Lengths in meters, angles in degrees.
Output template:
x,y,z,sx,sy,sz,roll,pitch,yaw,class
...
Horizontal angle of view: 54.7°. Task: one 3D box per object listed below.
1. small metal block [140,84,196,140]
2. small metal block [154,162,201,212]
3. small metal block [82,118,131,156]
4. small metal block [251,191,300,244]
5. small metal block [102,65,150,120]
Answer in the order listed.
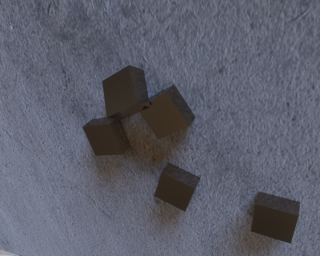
x,y,z,sx,sy,sz,roll,pitch,yaw,class
0.008,-0.020,0.390,0.050,0.025,0.050,-25,105,36,small metal block
0.024,0.085,0.445,0.050,0.025,0.050,25,127,12,small metal block
-0.078,0.012,0.453,0.050,0.025,0.050,-6,116,30,small metal block
0.148,0.115,0.400,0.050,0.025,0.050,12,124,21,small metal block
-0.043,-0.043,0.386,0.050,0.025,0.050,-22,71,35,small metal block
